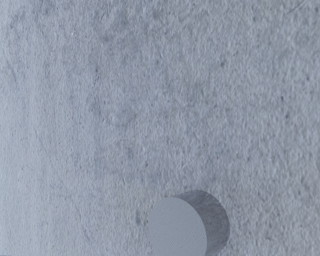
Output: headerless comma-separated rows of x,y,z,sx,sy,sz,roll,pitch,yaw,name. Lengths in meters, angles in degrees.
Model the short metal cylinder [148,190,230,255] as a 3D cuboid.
0.033,0.116,0.360,0.080,0.050,0.079,0,90,39,short metal cylinder
